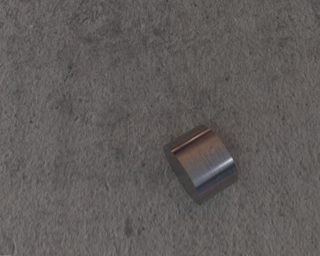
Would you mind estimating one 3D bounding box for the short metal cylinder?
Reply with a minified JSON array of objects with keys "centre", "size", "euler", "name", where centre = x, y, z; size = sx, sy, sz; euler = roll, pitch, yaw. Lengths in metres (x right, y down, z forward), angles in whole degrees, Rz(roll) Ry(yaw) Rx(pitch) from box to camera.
[{"centre":[0.046,0.043,0.364],"size":[0.050,0.080,0.080],"euler":[-30,73,-11],"name":"short metal cylinder"}]
